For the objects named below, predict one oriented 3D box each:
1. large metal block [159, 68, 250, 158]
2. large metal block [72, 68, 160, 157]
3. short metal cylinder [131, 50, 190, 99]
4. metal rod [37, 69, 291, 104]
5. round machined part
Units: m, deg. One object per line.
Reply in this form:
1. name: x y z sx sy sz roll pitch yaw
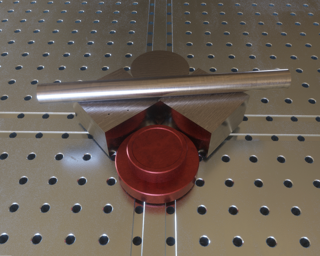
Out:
1. large metal block: 0.055 -0.022 0.402 0.080 0.050 0.080 35 59 25
2. large metal block: -0.058 -0.023 0.405 0.081 0.050 0.080 -32 59 -25
3. short metal cylinder: 0.000 -0.066 0.442 0.081 0.050 0.080 0 50 0
4. metal rod: 0.007 -0.051 0.378 0.302 0.025 0.025 -4 50 -3
5. round machined part: -0.003 0.034 0.362 0.099 0.042 0.098 0 50 0
